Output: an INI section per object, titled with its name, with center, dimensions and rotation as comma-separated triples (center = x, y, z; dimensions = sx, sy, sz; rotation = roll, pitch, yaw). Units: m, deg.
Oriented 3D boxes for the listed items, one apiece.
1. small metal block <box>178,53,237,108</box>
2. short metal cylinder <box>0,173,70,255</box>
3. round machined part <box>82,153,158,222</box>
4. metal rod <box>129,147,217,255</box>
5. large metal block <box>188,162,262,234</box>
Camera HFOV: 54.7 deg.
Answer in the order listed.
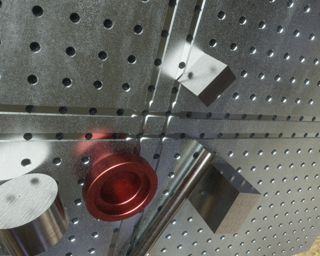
[small metal block]
center = 0.058, -0.061, 0.391
dimensions = 0.050, 0.050, 0.025
rotation = -46, 130, 3
[short metal cylinder]
center = -0.151, 0.098, 0.354
dimensions = 0.081, 0.080, 0.050
rotation = -19, 126, -18
[round machined part]
center = -0.056, 0.075, 0.417
dimensions = 0.099, 0.042, 0.097
rotation = -14, 125, -21
[metal rod]
center = -0.001, 0.159, 0.510
dimensions = 0.025, 0.025, 0.299
rotation = 23, 106, -37
[large metal block]
center = 0.102, 0.113, 0.504
dimensions = 0.050, 0.080, 0.079
rotation = 12, 112, -34
